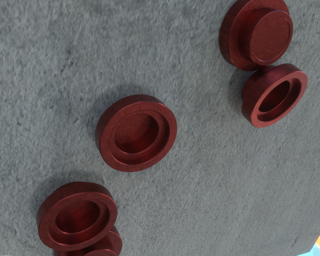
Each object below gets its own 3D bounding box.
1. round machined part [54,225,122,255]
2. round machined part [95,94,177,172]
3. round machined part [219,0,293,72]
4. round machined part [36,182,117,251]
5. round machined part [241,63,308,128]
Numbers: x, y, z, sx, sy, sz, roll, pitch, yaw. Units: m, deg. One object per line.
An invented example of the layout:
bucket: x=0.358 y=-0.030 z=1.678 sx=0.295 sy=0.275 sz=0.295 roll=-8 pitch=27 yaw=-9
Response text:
round machined part: x=-0.102 y=0.189 z=0.458 sx=0.099 sy=0.042 sz=0.097 roll=-14 pitch=125 yaw=-21
round machined part: x=-0.032 y=0.003 z=0.381 sx=0.099 sy=0.042 sz=0.097 roll=-14 pitch=125 yaw=-21
round machined part: x=0.128 y=-0.118 z=0.395 sx=0.099 sy=0.042 sz=0.097 roll=-14 pitch=124 yaw=-21
round machined part: x=-0.109 y=0.109 z=0.405 sx=0.099 sy=0.042 sz=0.097 roll=-14 pitch=125 yaw=-21
round machined part: x=0.157 y=-0.051 z=0.443 sx=0.099 sy=0.042 sz=0.097 roll=-21 pitch=140 yaw=-19
